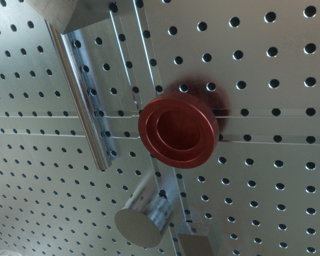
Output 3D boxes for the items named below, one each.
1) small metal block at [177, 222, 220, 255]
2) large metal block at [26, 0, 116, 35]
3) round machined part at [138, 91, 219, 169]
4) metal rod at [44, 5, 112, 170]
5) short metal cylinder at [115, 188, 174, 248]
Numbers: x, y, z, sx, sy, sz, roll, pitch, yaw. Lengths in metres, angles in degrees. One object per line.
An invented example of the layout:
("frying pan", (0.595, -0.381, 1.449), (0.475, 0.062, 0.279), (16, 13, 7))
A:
("small metal block", (0.061, 0.177, 0.488), (0.050, 0.025, 0.050), (-5, 116, 30))
("large metal block", (-0.080, -0.153, 0.322), (0.050, 0.080, 0.080), (43, 129, -2))
("round machined part", (0.026, -0.001, 0.385), (0.098, 0.042, 0.097), (13, 124, 20))
("metal rod", (-0.118, -0.071, 0.427), (0.025, 0.025, 0.298), (2, 119, 27))
("short metal cylinder", (-0.025, 0.143, 0.495), (0.080, 0.050, 0.079), (13, 124, 20))
